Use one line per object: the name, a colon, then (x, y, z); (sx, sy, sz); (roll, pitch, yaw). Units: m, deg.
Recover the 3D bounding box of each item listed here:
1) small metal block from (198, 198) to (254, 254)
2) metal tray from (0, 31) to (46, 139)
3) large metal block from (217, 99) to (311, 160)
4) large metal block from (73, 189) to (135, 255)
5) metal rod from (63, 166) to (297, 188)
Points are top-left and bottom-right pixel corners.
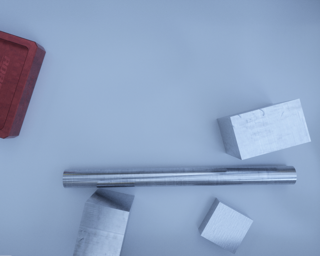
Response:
small metal block: (0.087, 0.129, 0.413); (0.050, 0.025, 0.050); (30, 90, -1)
metal tray: (-0.216, -0.060, 0.405); (0.090, 0.030, 0.129); (18, 90, -1)
large metal block: (0.123, 0.001, 0.386); (0.080, 0.080, 0.050); (-15, 90, 0)
large metal block: (-0.068, 0.126, 0.383); (0.050, 0.080, 0.080); (13, 90, 0)
metal rod: (0.026, 0.065, 0.411); (0.302, 0.025, 0.025); (-1, 90, -1)
